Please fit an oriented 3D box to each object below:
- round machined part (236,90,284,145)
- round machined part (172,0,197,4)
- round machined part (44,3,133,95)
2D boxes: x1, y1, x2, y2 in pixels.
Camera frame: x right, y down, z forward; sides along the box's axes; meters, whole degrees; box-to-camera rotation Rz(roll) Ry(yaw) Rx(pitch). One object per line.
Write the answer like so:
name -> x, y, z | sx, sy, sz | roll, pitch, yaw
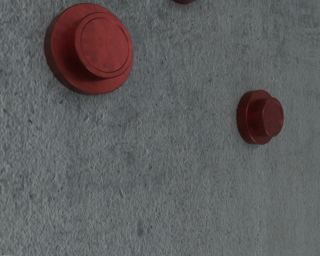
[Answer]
round machined part -> 0.182, -0.019, 0.546 | 0.099, 0.042, 0.097 | 0, 90, -40
round machined part -> 0.039, -0.226, 0.425 | 0.099, 0.042, 0.097 | 0, 90, -40
round machined part -> -0.069, -0.086, 0.336 | 0.099, 0.042, 0.097 | 0, 90, -40
